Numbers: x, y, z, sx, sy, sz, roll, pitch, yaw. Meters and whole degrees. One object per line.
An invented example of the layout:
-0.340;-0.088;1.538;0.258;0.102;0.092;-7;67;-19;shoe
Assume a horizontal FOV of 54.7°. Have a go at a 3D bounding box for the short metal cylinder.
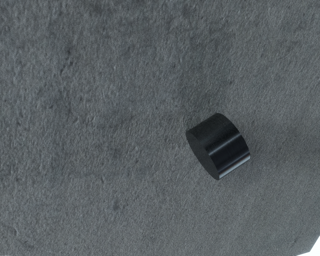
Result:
0.079;0.026;0.433;0.050;0.080;0.080;-32;129;-8;short metal cylinder
